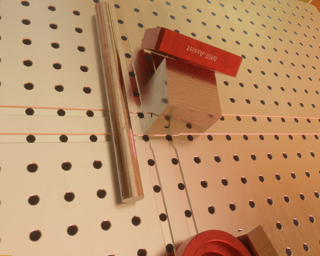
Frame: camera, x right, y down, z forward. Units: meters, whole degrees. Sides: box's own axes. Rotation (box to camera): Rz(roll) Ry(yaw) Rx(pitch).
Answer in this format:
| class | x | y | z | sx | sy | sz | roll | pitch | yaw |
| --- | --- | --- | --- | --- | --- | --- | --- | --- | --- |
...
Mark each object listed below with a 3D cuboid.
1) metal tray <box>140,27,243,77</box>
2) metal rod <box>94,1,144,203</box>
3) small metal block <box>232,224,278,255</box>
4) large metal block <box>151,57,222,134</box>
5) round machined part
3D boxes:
| class | x | y | z | sx | sy | sz | roll | pitch | yaw |
| --- | --- | --- | --- | --- | --- | --- | --- | --- | --- |
| metal tray | 0.045 | -0.113 | 0.464 | 0.131 | 0.030 | 0.090 | 14 | 11 | -21 |
| metal rod | -0.059 | -0.052 | 0.409 | 0.025 | 0.025 | 0.299 | 2 | 61 | -28 |
| small metal block | 0.107 | 0.147 | 0.362 | 0.025 | 0.050 | 0.050 | -17 | 71 | -35 |
| large metal block | 0.035 | -0.045 | 0.440 | 0.081 | 0.050 | 0.080 | 11 | 57 | -23 |
| round machined part | 0.054 | 0.163 | 0.329 | 0.099 | 0.042 | 0.098 | 14 | 56 | -21 |
